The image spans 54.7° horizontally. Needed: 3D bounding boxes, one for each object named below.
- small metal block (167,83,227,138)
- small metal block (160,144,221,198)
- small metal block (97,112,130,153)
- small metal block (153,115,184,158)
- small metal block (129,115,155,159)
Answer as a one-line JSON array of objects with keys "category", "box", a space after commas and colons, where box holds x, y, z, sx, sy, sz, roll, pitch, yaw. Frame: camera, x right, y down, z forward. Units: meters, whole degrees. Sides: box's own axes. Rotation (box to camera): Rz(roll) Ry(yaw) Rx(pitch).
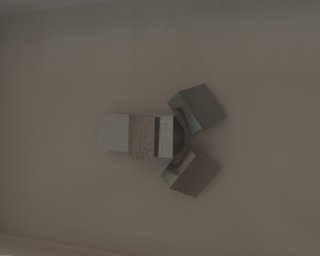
[{"category": "small metal block", "box": [0.045, -0.022, 0.376, 0.050, 0.050, 0.025, 59, 139, 10]}, {"category": "small metal block", "box": [0.038, 0.053, 0.379, 0.050, 0.050, 0.025, -53, 40, 12]}, {"category": "small metal block", "box": [-0.056, 0.005, 0.426, 0.050, 0.025, 0.050, 7, 92, 19]}, {"category": "small metal block", "box": [0.012, 0.010, 0.391, 0.025, 0.050, 0.050, 1, 91, 20]}, {"category": "small metal block", "box": [-0.024, 0.010, 0.384, 0.025, 0.050, 0.050, 1, 94, -12]}]
